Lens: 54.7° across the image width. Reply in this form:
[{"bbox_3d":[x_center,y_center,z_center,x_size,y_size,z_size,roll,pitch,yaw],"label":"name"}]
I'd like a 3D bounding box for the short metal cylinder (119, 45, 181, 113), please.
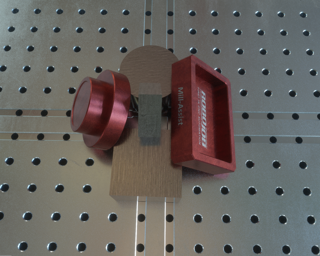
[{"bbox_3d":[-0.012,-0.064,0.421,0.081,0.050,0.080,0,70,0],"label":"short metal cylinder"}]

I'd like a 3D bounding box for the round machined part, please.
[{"bbox_3d":[-0.077,-0.024,0.377,0.042,0.098,0.098,14,67,-31],"label":"round machined part"}]

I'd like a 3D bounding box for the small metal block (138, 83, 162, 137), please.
[{"bbox_3d":[-0.012,-0.022,0.361,0.025,0.050,0.050,1,112,-3],"label":"small metal block"}]

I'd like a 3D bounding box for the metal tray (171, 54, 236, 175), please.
[{"bbox_3d":[0.055,-0.014,0.384,0.030,0.090,0.130,-17,63,40],"label":"metal tray"}]

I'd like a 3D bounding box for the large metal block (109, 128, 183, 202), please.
[{"bbox_3d":[-0.015,0.047,0.381,0.080,0.050,0.080,2,70,1],"label":"large metal block"}]
